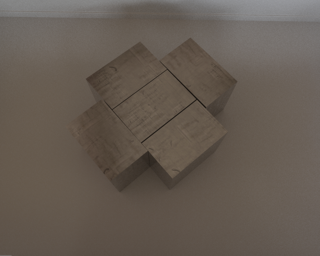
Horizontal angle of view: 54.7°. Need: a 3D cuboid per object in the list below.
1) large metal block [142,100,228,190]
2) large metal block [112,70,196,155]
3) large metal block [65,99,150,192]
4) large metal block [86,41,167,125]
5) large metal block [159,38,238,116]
[{"bbox_3d":[0.027,0.024,0.372,0.080,0.080,0.050,-38,75,-13],"label":"large metal block"},{"bbox_3d":[-0.006,-0.013,0.384,0.080,0.080,0.050,-38,75,-13],"label":"large metal block"},{"bbox_3d":[-0.058,0.024,0.370,0.050,0.080,0.080,-39,75,-13],"label":"large metal block"},{"bbox_3d":[-0.039,-0.049,0.397,0.080,0.080,0.050,-38,75,-13],"label":"large metal block"},{"bbox_3d":[0.044,-0.054,0.400,0.050,0.080,0.080,-39,75,-13],"label":"large metal block"}]
